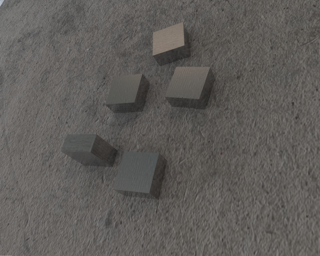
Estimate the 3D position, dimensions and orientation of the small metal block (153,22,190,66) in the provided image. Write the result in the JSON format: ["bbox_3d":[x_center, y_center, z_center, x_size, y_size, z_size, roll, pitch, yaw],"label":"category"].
[{"bbox_3d":[0.017,-0.128,0.473,0.050,0.025,0.050,-13,56,21],"label":"small metal block"}]

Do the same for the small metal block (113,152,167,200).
[{"bbox_3d":[-0.024,0.058,0.381,0.050,0.025,0.050,0,62,28],"label":"small metal block"}]

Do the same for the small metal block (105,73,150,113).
[{"bbox_3d":[-0.048,-0.051,0.460,0.050,0.025,0.050,-2,61,27],"label":"small metal block"}]

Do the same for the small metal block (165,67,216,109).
[{"bbox_3d":[0.041,-0.054,0.416,0.050,0.025,0.050,7,65,31],"label":"small metal block"}]

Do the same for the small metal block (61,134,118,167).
[{"bbox_3d":[-0.095,0.031,0.419,0.050,0.050,0.025,-1,62,28],"label":"small metal block"}]
